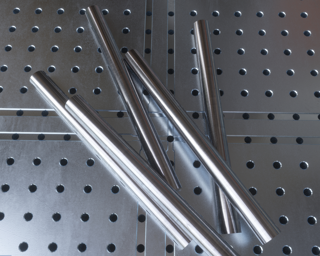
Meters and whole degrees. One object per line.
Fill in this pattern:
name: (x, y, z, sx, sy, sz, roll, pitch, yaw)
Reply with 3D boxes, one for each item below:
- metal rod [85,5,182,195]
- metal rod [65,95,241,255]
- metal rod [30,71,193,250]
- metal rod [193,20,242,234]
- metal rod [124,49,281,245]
metal rod: (-0.044, -0.050, 0.429, 0.025, 0.025, 0.299, -22, 72, -8)
metal rod: (-0.006, 0.067, 0.363, 0.025, 0.025, 0.300, -43, 77, -14)
metal rod: (-0.069, 0.031, 0.400, 0.025, 0.025, 0.300, -42, 75, -14)
metal rod: (0.073, -0.015, 0.417, 0.025, 0.025, 0.299, -4, 70, -1)
metal rod: (0.039, 0.006, 0.390, 0.025, 0.025, 0.300, -31, 66, -11)
